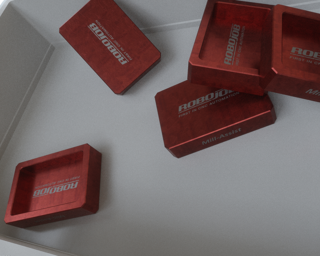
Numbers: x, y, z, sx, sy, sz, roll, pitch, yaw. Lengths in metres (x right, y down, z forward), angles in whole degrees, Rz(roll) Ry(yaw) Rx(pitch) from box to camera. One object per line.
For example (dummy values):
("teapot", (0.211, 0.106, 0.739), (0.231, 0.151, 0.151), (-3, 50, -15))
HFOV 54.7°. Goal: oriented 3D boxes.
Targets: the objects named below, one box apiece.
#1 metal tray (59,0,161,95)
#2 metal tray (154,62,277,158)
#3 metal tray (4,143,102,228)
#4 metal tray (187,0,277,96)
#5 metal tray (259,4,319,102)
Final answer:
("metal tray", (-0.073, -0.125, 0.465), (0.090, 0.030, 0.130), (-42, 91, 1))
("metal tray", (0.064, -0.026, 0.384), (0.130, 0.030, 0.090), (-22, 54, 14))
("metal tray", (-0.146, 0.081, 0.427), (0.130, 0.030, 0.090), (-16, 55, 18))
("metal tray", (0.090, -0.102, 0.370), (0.090, 0.030, 0.130), (12, 56, 9))
("metal tray", (0.171, -0.070, 0.314), (0.131, 0.030, 0.090), (12, 64, -2))
